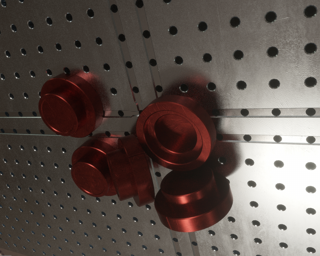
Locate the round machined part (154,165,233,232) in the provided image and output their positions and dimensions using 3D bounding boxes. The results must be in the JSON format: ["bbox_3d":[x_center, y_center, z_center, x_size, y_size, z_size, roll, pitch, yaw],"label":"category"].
[{"bbox_3d":[0.039,0.081,0.392,0.098,0.098,0.042,-6,115,30],"label":"round machined part"}]

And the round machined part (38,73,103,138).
[{"bbox_3d":[-0.136,-0.027,0.453,0.098,0.042,0.097,13,124,20],"label":"round machined part"}]

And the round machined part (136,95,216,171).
[{"bbox_3d":[0.023,0.003,0.389,0.098,0.042,0.097,13,124,20],"label":"round machined part"}]

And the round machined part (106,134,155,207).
[{"bbox_3d":[-0.044,0.061,0.423,0.098,0.042,0.097,165,89,-75],"label":"round machined part"}]

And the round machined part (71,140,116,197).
[{"bbox_3d":[-0.102,0.072,0.496,0.098,0.042,0.097,13,124,20],"label":"round machined part"}]
